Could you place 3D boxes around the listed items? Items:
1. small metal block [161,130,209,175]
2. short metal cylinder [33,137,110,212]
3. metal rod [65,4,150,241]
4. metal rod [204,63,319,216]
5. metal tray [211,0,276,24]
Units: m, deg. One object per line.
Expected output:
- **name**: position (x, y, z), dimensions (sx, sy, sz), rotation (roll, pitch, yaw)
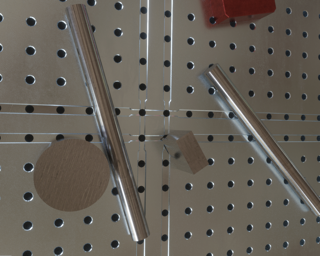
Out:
- **small metal block**: position (0.032, 0.031, 0.413), dimensions (0.025, 0.050, 0.050), rotation (-32, 101, -17)
- **short metal cylinder**: position (-0.104, 0.051, 0.362), dimensions (0.081, 0.050, 0.079), rotation (0, 90, -20)
- **metal rod**: position (-0.064, -0.002, 0.389), dimensions (0.025, 0.025, 0.298), rotation (-17, 96, -20)
- **metal rod**: position (0.168, 0.025, 0.476), dimensions (0.025, 0.025, 0.300), rotation (-45, 104, -15)
- **metal tray**: position (0.114, -0.226, 0.453), dimensions (0.091, 0.030, 0.129), rotation (-14, 95, -20)
